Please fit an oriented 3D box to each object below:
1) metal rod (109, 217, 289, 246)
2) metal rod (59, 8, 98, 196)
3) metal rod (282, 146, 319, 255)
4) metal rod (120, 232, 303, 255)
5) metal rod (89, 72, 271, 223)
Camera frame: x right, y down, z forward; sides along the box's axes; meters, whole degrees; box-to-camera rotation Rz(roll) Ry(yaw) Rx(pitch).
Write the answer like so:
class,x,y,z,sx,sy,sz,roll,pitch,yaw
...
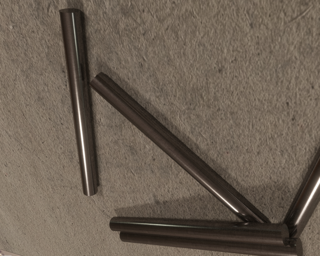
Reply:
class,x,y,z,sx,sy,sz,roll,pitch,yaw
metal rod,0.034,0.149,0.460,0.300,0.025,0.025,-11,113,39
metal rod,-0.114,-0.017,0.454,0.025,0.025,0.298,15,125,19
metal rod,0.177,0.061,0.350,0.025,0.025,0.298,19,126,17
metal rod,0.052,0.169,0.464,0.300,0.025,0.025,-11,113,38
metal rod,0.028,0.035,0.412,0.300,0.025,0.025,42,129,-1
